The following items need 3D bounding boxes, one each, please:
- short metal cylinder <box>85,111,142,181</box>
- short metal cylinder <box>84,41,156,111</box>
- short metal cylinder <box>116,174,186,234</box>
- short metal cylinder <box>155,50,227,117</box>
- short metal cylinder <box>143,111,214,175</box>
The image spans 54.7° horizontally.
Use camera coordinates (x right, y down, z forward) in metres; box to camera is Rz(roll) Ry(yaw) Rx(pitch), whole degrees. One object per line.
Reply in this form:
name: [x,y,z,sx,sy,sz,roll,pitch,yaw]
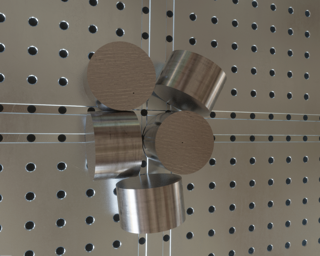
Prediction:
short metal cylinder: [-0.057,0.020,0.363,0.050,0.080,0.079,-3,91,-21]
short metal cylinder: [-0.051,-0.060,0.380,0.081,0.050,0.079,0,90,-19]
short metal cylinder: [-0.011,0.089,0.379,0.081,0.080,0.050,-7,93,-20]
short metal cylinder: [0.038,-0.056,0.397,0.080,0.080,0.050,30,80,-18]
short metal cylinder: [0.023,0.018,0.408,0.081,0.050,0.079,0,91,-21]
